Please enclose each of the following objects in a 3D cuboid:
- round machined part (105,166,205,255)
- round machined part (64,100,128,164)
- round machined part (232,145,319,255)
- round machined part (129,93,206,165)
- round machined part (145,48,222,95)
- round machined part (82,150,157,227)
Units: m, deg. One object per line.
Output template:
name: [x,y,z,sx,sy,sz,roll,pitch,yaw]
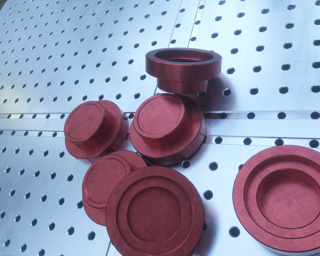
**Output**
round machined part: [-0.006,0.091,0.327,0.099,0.042,0.098,1,74,-3]
round machined part: [-0.099,0.000,0.451,0.098,0.042,0.098,-13,56,21]
round machined part: [0.122,0.068,0.292,0.098,0.042,0.098,-13,56,21]
round machined part: [0.005,-0.006,0.394,0.098,0.042,0.098,-12,53,17]
round machined part: [0.030,-0.075,0.407,0.099,0.042,0.098,1,26,0]
round machined part: [-0.056,0.071,0.384,0.098,0.042,0.098,-13,56,21]
